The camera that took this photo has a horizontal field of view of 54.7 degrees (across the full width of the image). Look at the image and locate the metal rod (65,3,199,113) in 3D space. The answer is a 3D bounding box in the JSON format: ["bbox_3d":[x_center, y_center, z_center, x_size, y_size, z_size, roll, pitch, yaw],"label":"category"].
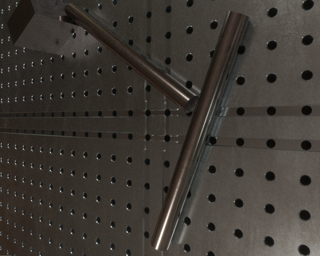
[{"bbox_3d":[-0.056,-0.115,0.453,0.300,0.025,0.025,42,116,31],"label":"metal rod"}]

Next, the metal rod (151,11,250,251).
[{"bbox_3d":[0.043,0.015,0.372,0.025,0.025,0.298,27,107,36],"label":"metal rod"}]

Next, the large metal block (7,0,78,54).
[{"bbox_3d":[-0.203,-0.180,0.538,0.080,0.081,0.050,-36,68,34],"label":"large metal block"}]
